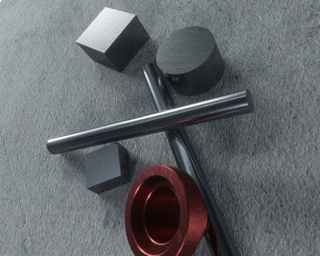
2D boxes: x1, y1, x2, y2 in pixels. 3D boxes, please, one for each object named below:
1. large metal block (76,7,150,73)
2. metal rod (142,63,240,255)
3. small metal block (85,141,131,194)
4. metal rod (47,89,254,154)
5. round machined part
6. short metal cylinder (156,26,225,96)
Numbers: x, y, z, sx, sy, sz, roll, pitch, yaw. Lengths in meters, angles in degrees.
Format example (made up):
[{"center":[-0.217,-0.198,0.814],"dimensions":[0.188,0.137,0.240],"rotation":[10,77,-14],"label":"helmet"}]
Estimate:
[{"center":[-0.079,-0.148,0.518],"dimensions":[0.080,0.050,0.080],"rotation":[29,77,37],"label":"large metal block"},{"center":[0.027,0.025,0.373],"dimensions":[0.025,0.025,0.299],"rotation":[-28,52,10],"label":"metal rod"},{"center":[-0.069,0.053,0.406],"dimensions":[0.050,0.025,0.050],"rotation":[-22,54,14],"label":"small metal block"},{"center":[-0.034,0.000,0.395],"dimensions":[0.300,0.025,0.025],"rotation":[-12,56,30],"label":"metal rod"},{"center":[0.009,0.089,0.316],"dimensions":[0.098,0.042,0.098],"rotation":[-21,62,46],"label":"round machined part"},{"center":[0.042,-0.090,0.420],"dimensions":[0.080,0.050,0.080],"rotation":[-13,56,20],"label":"short metal cylinder"}]
